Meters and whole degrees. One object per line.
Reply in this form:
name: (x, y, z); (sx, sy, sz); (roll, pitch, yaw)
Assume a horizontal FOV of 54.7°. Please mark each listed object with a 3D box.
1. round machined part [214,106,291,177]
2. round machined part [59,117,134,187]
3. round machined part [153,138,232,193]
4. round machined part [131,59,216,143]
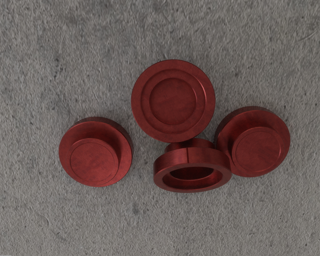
round machined part: (0.124, 0.023, 0.410); (0.099, 0.042, 0.097); (0, 110, 0)
round machined part: (-0.086, 0.037, 0.414); (0.099, 0.042, 0.097); (0, 110, 0)
round machined part: (0.040, 0.047, 0.401); (0.099, 0.042, 0.098); (-2, 148, -1)
round machined part: (0.016, -0.032, 0.380); (0.099, 0.042, 0.097); (0, 95, 2)
